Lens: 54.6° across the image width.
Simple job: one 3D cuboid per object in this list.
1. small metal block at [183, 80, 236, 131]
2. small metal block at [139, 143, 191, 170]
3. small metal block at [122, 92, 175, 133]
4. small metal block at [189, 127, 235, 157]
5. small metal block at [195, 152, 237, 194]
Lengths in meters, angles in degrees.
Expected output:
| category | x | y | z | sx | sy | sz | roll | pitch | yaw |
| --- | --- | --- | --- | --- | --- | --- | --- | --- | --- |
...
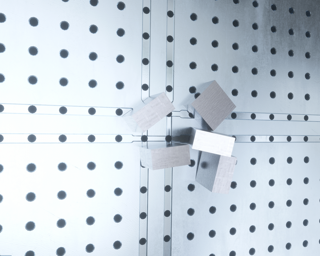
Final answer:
| category | x | y | z | sx | sy | sz | roll | pitch | yaw |
| --- | --- | --- | --- | --- | --- | --- | --- | --- | --- |
| small metal block | 0.071 | -0.031 | 0.438 | 0.050 | 0.025 | 0.050 | -45 | 104 | -15 |
| small metal block | 0.005 | 0.035 | 0.401 | 0.050 | 0.050 | 0.025 | -6 | 92 | -20 |
| small metal block | -0.016 | -0.019 | 0.393 | 0.050 | 0.050 | 0.025 | -38 | 102 | -16 |
| small metal block | 0.068 | 0.018 | 0.415 | 0.050 | 0.050 | 0.025 | 13 | 94 | -1 |
| small metal block | 0.076 | 0.057 | 0.424 | 0.025 | 0.050 | 0.050 | 11 | 94 | -20 |
